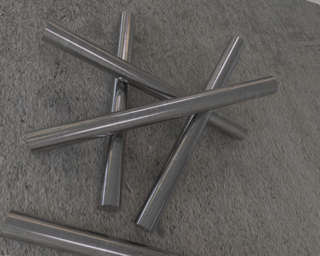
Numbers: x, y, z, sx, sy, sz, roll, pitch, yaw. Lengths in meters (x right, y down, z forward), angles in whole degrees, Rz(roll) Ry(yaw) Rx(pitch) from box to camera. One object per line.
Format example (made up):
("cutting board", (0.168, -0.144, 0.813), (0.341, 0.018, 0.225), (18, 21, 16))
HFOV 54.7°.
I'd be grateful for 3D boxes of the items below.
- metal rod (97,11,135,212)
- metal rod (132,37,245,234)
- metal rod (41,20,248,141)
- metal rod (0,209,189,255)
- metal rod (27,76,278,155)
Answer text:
("metal rod", (-0.052, -0.044, 0.401), (0.025, 0.025, 0.299), (14, 56, -21))
("metal rod", (0.048, -0.010, 0.396), (0.025, 0.025, 0.300), (33, 63, -7))
("metal rod", (-0.003, -0.052, 0.407), (0.302, 0.025, 0.025), (25, 52, -23))
("metal rod", (-0.002, 0.137, 0.318), (0.302, 0.025, 0.025), (21, 54, -16))
("metal rod", (0.005, -0.020, 0.364), (0.302, 0.025, 0.025), (-14, 68, -16))
